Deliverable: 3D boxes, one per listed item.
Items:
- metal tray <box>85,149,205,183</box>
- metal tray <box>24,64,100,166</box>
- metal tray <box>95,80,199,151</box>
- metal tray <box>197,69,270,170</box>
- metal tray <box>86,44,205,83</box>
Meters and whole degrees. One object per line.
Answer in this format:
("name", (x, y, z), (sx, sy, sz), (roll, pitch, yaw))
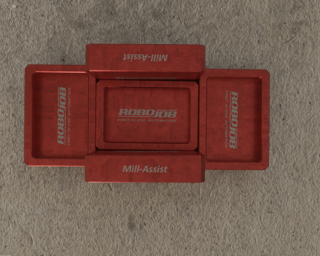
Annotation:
("metal tray", (-0.016, 0.044, 0.377), (0.131, 0.090, 0.030), (0, 90, -1))
("metal tray", (-0.127, -0.016, 0.407), (0.091, 0.030, 0.129), (1, 90, -1))
("metal tray", (-0.017, -0.016, 0.408), (0.131, 0.030, 0.089), (1, 90, -1))
("metal tray", (0.095, -0.011, 0.410), (0.091, 0.030, 0.129), (1, 90, -1))
("metal tray", (-0.016, -0.076, 0.378), (0.131, 0.090, 0.030), (0, 90, -1))
